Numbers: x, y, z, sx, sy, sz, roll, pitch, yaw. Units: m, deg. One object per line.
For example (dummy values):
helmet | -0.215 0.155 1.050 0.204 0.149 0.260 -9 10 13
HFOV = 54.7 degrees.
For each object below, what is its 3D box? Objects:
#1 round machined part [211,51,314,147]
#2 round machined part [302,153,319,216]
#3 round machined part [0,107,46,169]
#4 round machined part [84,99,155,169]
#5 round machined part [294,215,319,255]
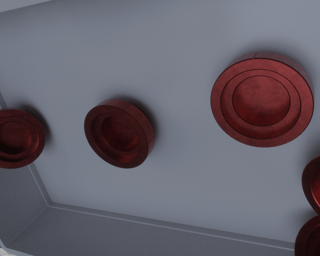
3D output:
round machined part | 0.106 -0.032 0.322 0.098 0.042 0.097 13 124 20
round machined part | 0.201 0.061 0.313 0.098 0.042 0.097 37 143 36
round machined part | -0.241 0.014 0.507 0.042 0.099 0.097 29 143 63
round machined part | -0.051 0.004 0.425 0.098 0.042 0.097 13 124 20
round machined part | 0.209 0.150 0.352 0.098 0.098 0.042 -5 144 30
